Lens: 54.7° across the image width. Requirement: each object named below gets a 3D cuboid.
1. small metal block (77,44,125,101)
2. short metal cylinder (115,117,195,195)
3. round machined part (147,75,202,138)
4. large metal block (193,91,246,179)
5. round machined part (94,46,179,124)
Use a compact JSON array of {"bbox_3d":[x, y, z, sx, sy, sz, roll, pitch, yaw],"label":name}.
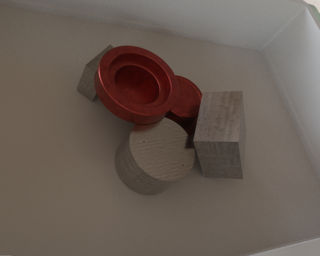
[{"bbox_3d":[-0.074,-0.069,0.390,0.025,0.050,0.050,38,51,-3],"label":"small metal block"},{"bbox_3d":[-0.007,0.033,0.365,0.081,0.050,0.080,14,56,-21],"label":"short metal cylinder"},{"bbox_3d":[0.021,-0.033,0.424,0.099,0.042,0.098,14,56,-21],"label":"round machined part"},{"bbox_3d":[0.081,0.010,0.399,0.050,0.080,0.080,0,50,20],"label":"large metal block"},{"bbox_3d":[-0.030,-0.047,0.369,0.099,0.042,0.098,14,56,-21],"label":"round machined part"}]
